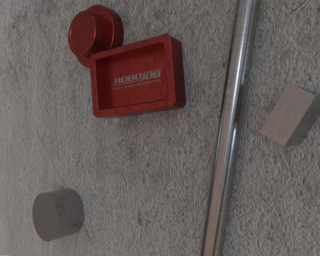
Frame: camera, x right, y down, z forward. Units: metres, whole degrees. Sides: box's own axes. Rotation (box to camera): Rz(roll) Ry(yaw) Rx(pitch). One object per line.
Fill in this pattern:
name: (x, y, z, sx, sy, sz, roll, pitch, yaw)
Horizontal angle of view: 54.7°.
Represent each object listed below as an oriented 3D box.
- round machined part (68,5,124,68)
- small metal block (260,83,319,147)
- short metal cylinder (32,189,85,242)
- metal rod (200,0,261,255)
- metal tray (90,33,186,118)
round machined part: (-0.105, -0.142, 0.481, 0.098, 0.042, 0.097, 0, 90, 40)
small metal block: (0.125, -0.011, 0.286, 0.025, 0.050, 0.050, 38, 113, 33)
short metal cylinder: (-0.176, 0.148, 0.534, 0.080, 0.050, 0.080, 0, 90, 40)
metal rod: (0.076, 0.007, 0.342, 0.025, 0.025, 0.298, 12, 98, 39)
metal tray: (-0.033, -0.065, 0.415, 0.130, 0.030, 0.089, -6, 86, 30)
